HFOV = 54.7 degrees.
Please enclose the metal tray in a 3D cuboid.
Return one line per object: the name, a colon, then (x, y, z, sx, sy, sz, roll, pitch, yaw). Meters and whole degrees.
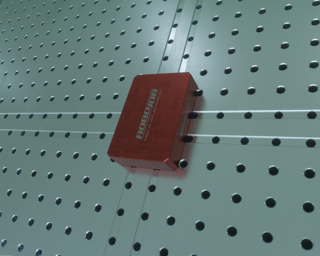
metal tray: (-0.008, -0.012, 0.414, 0.090, 0.030, 0.130, 2, 63, 29)
